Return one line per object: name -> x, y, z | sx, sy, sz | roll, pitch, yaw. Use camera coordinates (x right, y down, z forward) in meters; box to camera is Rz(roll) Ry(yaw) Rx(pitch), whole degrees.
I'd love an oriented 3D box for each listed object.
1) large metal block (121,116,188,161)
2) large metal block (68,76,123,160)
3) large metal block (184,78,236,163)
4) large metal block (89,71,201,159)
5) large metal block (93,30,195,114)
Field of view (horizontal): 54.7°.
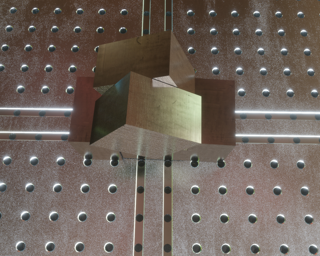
large metal block -> -0.006, -0.005, 0.398 | 0.081, 0.050, 0.080 | 3, 70, 0
large metal block -> -0.073, -0.009, 0.385 | 0.050, 0.080, 0.080 | 2, 70, 0
large metal block -> 0.059, -0.006, 0.385 | 0.050, 0.080, 0.080 | 4, 70, 1
large metal block -> -0.015, -0.007, 0.314 | 0.081, 0.080, 0.050 | 15, 66, -30
large metal block -> -0.013, -0.053, 0.334 | 0.080, 0.080, 0.050 | -6, 68, 22
